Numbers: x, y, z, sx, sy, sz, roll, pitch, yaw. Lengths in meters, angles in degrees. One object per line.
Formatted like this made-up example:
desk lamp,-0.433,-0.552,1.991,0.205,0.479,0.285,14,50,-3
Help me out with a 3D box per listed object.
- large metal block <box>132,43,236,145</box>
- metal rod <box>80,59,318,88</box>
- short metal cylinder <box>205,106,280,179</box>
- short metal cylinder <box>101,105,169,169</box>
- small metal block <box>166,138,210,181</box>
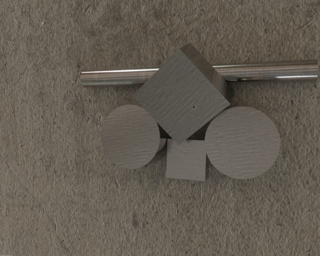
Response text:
large metal block,0.029,-0.040,0.368,0.080,0.050,0.080,47,119,-3
metal rod,0.034,-0.068,0.398,0.301,0.025,0.025,1,91,19
short metal cylinder,0.097,0.016,0.362,0.080,0.050,0.079,0,90,20
short metal cylinder,-0.029,0.011,0.406,0.080,0.050,0.079,0,90,20
small metal block,0.037,0.039,0.398,0.050,0.025,0.050,2,91,20
